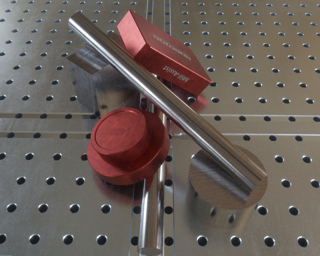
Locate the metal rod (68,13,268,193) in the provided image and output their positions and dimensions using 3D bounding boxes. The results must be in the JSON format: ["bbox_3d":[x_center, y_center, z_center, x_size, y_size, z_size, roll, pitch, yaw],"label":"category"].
[{"bbox_3d":[-0.007,-0.043,0.352,0.025,0.025,0.300,-36,67,-26],"label":"metal rod"}]

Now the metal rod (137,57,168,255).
[{"bbox_3d":[-0.004,0.007,0.401,0.025,0.025,0.300,2,50,1],"label":"metal rod"}]

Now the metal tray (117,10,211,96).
[{"bbox_3d":[0.008,-0.104,0.441,0.131,0.030,0.090,20,35,-41],"label":"metal tray"}]

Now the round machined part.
[{"bbox_3d":[-0.041,0.014,0.364,0.098,0.042,0.098,-11,49,13],"label":"round machined part"}]

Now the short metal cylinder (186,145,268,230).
[{"bbox_3d":[0.070,0.063,0.340,0.081,0.050,0.080,0,50,0],"label":"short metal cylinder"}]

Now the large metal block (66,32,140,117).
[{"bbox_3d":[-0.075,-0.074,0.434,0.050,0.080,0.080,34,58,25],"label":"large metal block"}]
